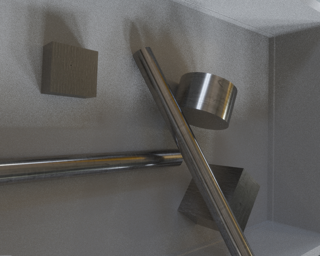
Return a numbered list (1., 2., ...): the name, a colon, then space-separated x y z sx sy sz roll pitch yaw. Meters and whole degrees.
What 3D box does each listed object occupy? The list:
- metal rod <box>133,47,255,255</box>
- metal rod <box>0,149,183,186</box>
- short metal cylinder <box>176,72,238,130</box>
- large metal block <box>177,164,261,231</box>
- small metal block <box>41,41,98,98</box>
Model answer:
1. metal rod: 0.043 0.038 0.380 0.025 0.025 0.299 -23 85 -38
2. metal rod: -0.092 0.040 0.330 0.302 0.025 0.025 0 90 -40
3. short metal cylinder: 0.060 -0.035 0.423 0.080 0.080 0.050 28 73 -37
4. large metal block: 0.084 0.101 0.444 0.050 0.080 0.080 43 64 -32
5. small metal block: -0.095 -0.059 0.328 0.050 0.025 0.050 3 88 -40
